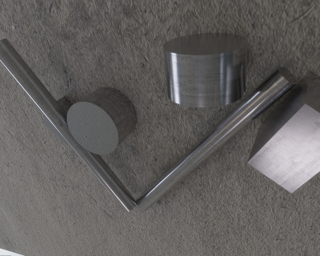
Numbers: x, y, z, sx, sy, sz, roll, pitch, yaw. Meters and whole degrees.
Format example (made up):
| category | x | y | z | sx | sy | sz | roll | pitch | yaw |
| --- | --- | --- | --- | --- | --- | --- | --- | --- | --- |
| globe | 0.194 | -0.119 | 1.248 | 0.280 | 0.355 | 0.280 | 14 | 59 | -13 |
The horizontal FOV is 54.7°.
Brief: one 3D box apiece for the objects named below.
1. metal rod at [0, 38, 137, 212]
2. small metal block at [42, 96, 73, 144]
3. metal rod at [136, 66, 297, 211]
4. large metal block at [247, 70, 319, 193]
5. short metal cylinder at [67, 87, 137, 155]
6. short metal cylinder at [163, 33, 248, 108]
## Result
| category | x | y | z | sx | sy | sz | roll | pitch | yaw |
| --- | --- | --- | --- | --- | --- | --- | --- | --- | --- |
| metal rod | -0.128 | 0.008 | 0.447 | 0.025 | 0.025 | 0.299 | -21 | 113 | 36 |
| small metal block | -0.146 | -0.012 | 0.477 | 0.050 | 0.025 | 0.050 | 44 | 129 | -3 |
| metal rod | 0.050 | 0.034 | 0.401 | 0.025 | 0.025 | 0.298 | 41 | 129 | 0 |
| large metal block | 0.137 | 0.002 | 0.301 | 0.050 | 0.080 | 0.079 | 35 | 129 | 5 |
| short metal cylinder | -0.079 | -0.010 | 0.426 | 0.080 | 0.050 | 0.079 | 13 | 124 | 21 |
| short metal cylinder | 0.045 | -0.060 | 0.310 | 0.080 | 0.080 | 0.050 | 8 | 122 | 24 |
